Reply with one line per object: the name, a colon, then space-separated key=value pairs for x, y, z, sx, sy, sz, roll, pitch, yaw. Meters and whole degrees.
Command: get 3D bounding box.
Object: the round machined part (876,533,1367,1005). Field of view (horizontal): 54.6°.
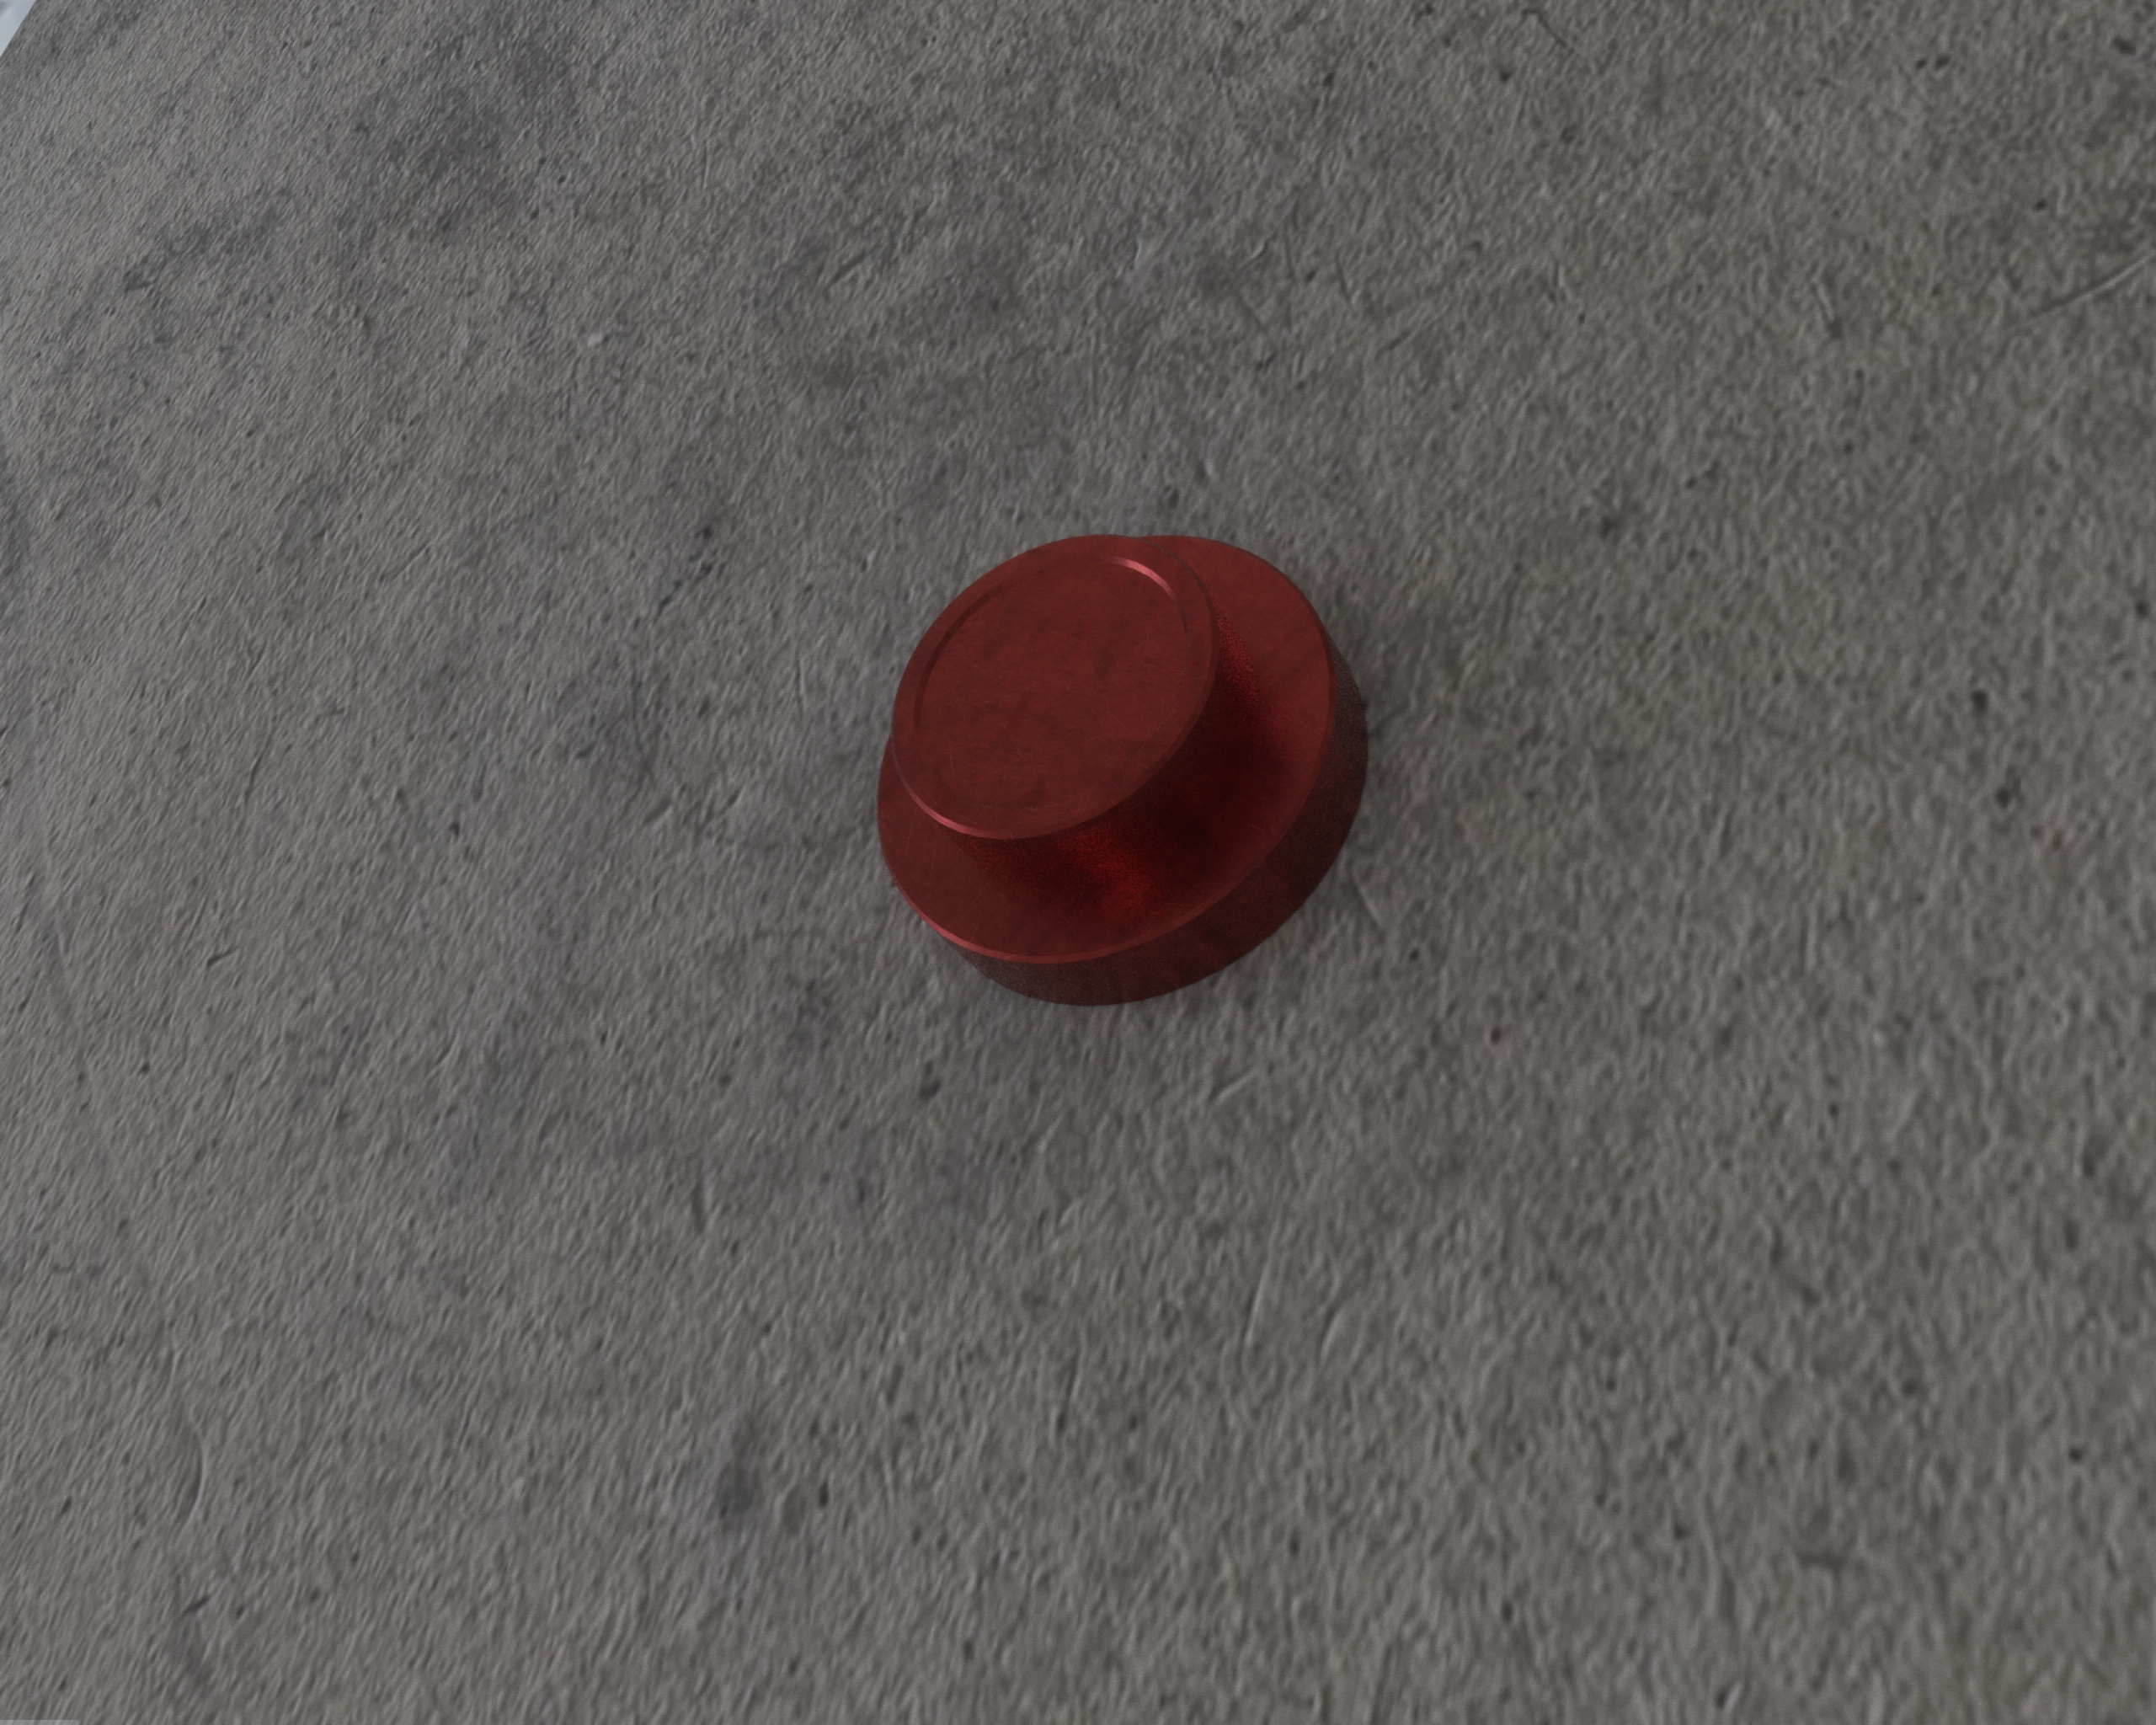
round machined part: x=0.003 y=-0.025 z=0.408 sx=0.098 sy=0.042 sz=0.098 roll=-13 pitch=56 yaw=21
